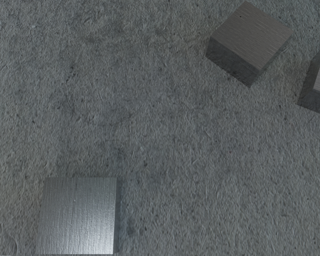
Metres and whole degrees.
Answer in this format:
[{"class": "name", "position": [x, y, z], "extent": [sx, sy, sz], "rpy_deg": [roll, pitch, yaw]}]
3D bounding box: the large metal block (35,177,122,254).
[{"class": "large metal block", "position": [-0.089, 0.101, 0.357], "extent": [0.081, 0.050, 0.080], "rpy_deg": [0, 70, 0]}]

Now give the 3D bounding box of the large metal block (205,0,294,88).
[{"class": "large metal block", "position": [0.124, -0.118, 0.439], "extent": [0.080, 0.050, 0.080], "rpy_deg": [39, 75, 13]}]

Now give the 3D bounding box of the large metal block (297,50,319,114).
[{"class": "large metal block", "position": [0.245, -0.060, 0.418], "extent": [0.080, 0.050, 0.080], "rpy_deg": [23, 72, 8]}]
